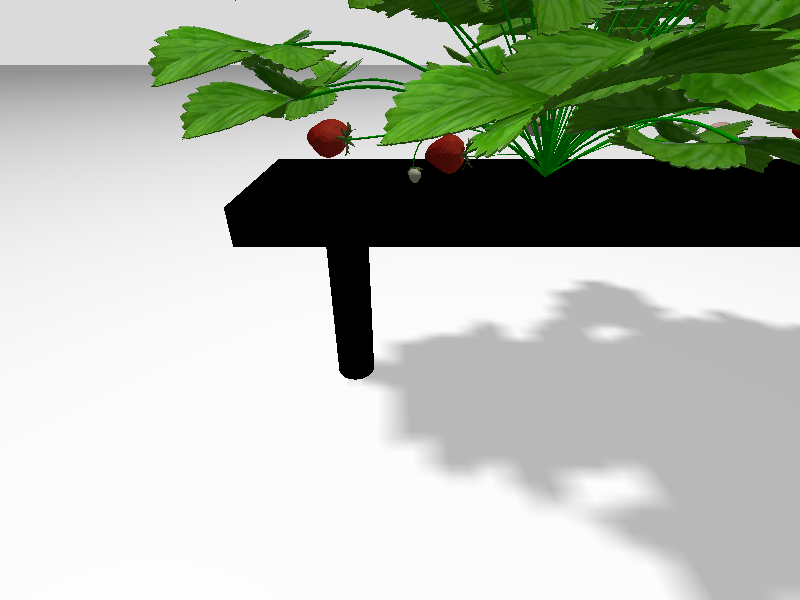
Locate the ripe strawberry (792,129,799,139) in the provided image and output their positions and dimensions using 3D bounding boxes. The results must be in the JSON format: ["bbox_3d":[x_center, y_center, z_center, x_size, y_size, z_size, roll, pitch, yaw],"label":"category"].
[{"bbox_3d":[0.477,-0.199,0.467,0.031,0.028,0.028,-19,36,-27],"label":"ripe strawberry"}]

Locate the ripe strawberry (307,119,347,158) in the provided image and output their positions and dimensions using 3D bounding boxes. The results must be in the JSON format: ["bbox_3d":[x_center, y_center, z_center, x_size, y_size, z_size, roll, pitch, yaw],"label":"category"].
[{"bbox_3d":[-0.072,-0.161,0.398,0.040,0.035,0.040,11,33,18],"label":"ripe strawberry"}]

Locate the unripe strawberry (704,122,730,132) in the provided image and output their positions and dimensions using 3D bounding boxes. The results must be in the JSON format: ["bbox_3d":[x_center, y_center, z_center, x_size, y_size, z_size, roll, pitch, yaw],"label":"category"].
[{"bbox_3d":[0.339,-0.172,0.424,0.032,0.031,0.030,-13,34,-21],"label":"unripe strawberry"}]

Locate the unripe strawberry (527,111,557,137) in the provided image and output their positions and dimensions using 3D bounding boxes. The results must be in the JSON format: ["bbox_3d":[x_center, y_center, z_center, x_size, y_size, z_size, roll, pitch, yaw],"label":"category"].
[{"bbox_3d":[0.175,-0.218,0.493,0.037,0.032,0.037,8,32,13],"label":"unripe strawberry"}]

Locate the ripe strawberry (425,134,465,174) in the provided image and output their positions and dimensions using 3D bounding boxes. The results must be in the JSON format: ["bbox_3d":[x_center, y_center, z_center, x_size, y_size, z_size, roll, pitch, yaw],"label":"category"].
[{"bbox_3d":[0.039,-0.129,0.352,0.034,0.033,0.032,5,32,10],"label":"ripe strawberry"}]

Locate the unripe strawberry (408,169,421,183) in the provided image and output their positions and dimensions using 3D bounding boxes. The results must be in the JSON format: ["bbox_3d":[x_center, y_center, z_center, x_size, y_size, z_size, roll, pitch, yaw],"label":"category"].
[{"bbox_3d":[0.012,-0.102,0.328,0.010,0.012,0.012,-5,32,-7],"label":"unripe strawberry"}]
